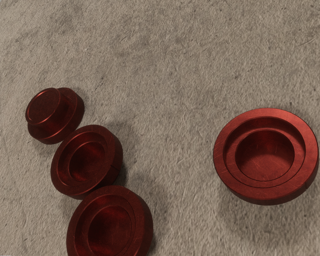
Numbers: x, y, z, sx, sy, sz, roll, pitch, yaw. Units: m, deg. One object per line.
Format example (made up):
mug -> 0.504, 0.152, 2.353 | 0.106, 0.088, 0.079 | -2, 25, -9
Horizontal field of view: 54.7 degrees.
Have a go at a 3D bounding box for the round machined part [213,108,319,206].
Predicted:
round machined part -> 0.108, 0.031, 0.317 | 0.098, 0.042, 0.098 | -13, 56, 20

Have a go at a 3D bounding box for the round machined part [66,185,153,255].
round machined part -> -0.051, 0.117, 0.347 | 0.098, 0.042, 0.098 | -13, 56, 20

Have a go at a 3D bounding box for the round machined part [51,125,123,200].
round machined part -> -0.091, 0.048, 0.410 | 0.098, 0.042, 0.098 | -13, 56, 20

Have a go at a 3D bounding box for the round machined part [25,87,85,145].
round machined part -> -0.175, -0.026, 0.498 | 0.098, 0.042, 0.098 | -13, 56, 20
